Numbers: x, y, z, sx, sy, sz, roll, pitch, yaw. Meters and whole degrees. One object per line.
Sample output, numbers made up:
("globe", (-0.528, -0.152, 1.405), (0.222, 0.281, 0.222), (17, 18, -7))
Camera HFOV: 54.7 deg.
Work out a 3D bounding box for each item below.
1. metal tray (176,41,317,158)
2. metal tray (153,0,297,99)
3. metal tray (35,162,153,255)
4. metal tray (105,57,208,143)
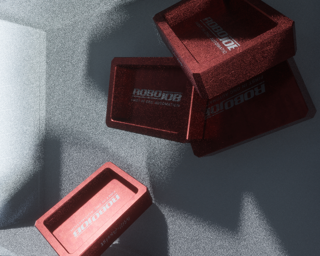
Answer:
("metal tray", (0.083, -0.030, 0.334), (0.130, 0.030, 0.090), (-27, 74, 36))
("metal tray", (0.054, -0.092, 0.299), (0.090, 0.030, 0.130), (-27, 44, 3))
("metal tray", (-0.086, 0.112, 0.412), (0.090, 0.131, 0.030), (27, 147, 39))
("metal tray", (-0.008, -0.037, 0.368), (0.130, 0.030, 0.089), (11, 96, 39))
